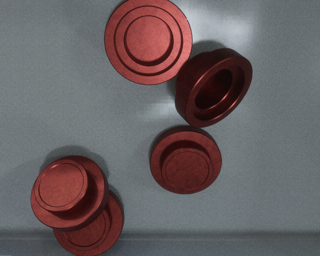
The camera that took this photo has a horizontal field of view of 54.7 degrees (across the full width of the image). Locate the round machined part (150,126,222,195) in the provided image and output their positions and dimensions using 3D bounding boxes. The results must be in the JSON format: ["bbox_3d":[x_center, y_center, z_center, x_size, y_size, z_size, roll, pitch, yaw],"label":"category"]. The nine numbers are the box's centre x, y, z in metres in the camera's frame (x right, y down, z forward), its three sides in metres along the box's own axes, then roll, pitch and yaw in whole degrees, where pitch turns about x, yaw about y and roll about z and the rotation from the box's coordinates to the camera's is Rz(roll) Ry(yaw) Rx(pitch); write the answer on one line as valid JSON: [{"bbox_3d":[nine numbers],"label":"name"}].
[{"bbox_3d":[0.035,0.049,0.421,0.099,0.042,0.097,0,110,-1],"label":"round machined part"}]

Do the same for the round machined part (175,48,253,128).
[{"bbox_3d":[0.058,-0.051,0.367,0.099,0.042,0.097,-25,142,-21],"label":"round machined part"}]

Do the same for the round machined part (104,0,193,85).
[{"bbox_3d":[-0.013,-0.103,0.364,0.099,0.042,0.097,0,110,-1],"label":"round machined part"}]

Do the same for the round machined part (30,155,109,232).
[{"bbox_3d":[-0.119,0.079,0.398,0.099,0.098,0.042,-9,150,3],"label":"round machined part"}]

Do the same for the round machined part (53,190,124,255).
[{"bbox_3d":[-0.101,0.130,0.430,0.099,0.042,0.097,0,86,-1],"label":"round machined part"}]
